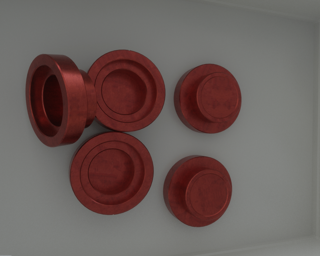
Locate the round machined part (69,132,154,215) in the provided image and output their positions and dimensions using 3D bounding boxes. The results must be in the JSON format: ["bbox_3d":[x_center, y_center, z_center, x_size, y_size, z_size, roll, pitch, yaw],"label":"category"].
[{"bbox_3d":[-0.061,0.053,0.380,0.099,0.042,0.097,0,90,-21],"label":"round machined part"}]

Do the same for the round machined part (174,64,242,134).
[{"bbox_3d":[0.073,-0.041,0.430,0.099,0.042,0.097,0,90,-21],"label":"round machined part"}]

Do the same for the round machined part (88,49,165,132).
[{"bbox_3d":[-0.046,-0.043,0.383,0.099,0.042,0.097,1,87,-22],"label":"round machined part"}]

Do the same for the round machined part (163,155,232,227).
[{"bbox_3d":[0.058,0.088,0.424,0.099,0.042,0.097,0,90,-21],"label":"round machined part"}]

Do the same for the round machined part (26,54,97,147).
[{"bbox_3d":[-0.105,-0.030,0.338,0.042,0.098,0.097,-10,94,-45],"label":"round machined part"}]
